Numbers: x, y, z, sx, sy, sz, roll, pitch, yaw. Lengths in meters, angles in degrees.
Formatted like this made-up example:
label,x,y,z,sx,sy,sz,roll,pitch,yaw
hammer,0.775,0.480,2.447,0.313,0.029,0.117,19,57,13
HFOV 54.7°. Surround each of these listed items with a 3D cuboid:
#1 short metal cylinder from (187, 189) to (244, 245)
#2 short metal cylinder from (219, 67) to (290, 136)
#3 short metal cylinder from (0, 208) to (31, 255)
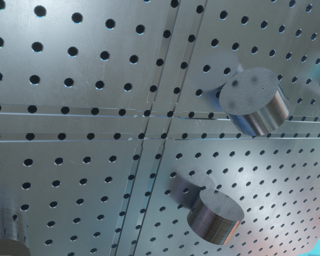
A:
label,x,y,z,sx,sy,sz,roll,pitch,yaw
short metal cylinder,0.092,0.146,0.516,0.081,0.080,0.050,11,113,-33
short metal cylinder,0.129,-0.036,0.424,0.080,0.080,0.050,-43,129,2
short metal cylinder,-0.202,0.145,0.374,0.081,0.050,0.079,-14,124,-21
